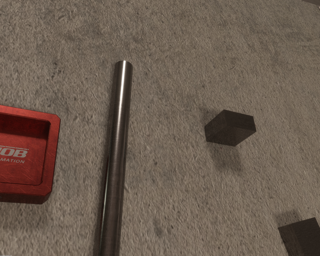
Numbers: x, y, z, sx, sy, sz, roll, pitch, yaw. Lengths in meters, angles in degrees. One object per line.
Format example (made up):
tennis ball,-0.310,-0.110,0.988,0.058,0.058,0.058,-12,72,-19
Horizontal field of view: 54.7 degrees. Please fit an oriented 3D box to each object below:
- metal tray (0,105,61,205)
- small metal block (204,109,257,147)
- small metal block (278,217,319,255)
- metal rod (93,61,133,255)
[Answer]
metal tray,-0.169,0.021,0.296,0.131,0.030,0.090,10,57,-23
small metal block,0.099,0.001,0.443,0.050,0.050,0.025,11,57,-23
small metal block,0.195,0.153,0.419,0.050,0.025,0.050,-2,63,-29
metal rod,-0.051,0.043,0.351,0.025,0.025,0.299,14,56,-21
